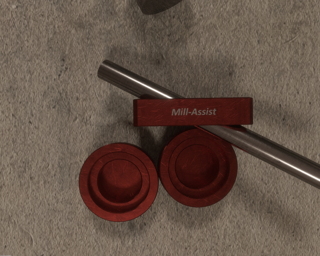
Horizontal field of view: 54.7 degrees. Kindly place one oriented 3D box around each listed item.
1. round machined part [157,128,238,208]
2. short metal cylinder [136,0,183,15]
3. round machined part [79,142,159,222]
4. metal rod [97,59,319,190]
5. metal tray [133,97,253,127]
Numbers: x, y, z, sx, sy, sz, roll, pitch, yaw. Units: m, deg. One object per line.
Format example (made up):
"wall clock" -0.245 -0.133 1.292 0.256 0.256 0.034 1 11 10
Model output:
"round machined part" 0.045 0.049 0.398 0.099 0.042 0.097 0 89 -8
"short metal cylinder" 0.001 -0.185 0.382 0.080 0.080 0.050 -27 90 0
"round machined part" -0.051 0.067 0.401 0.099 0.042 0.097 0 90 -1
"metal rod" 0.062 -0.005 0.358 0.301 0.025 0.025 27 90 9
"metal tray" 0.036 -0.018 0.377 0.131 0.090 0.030 -1 91 -1
